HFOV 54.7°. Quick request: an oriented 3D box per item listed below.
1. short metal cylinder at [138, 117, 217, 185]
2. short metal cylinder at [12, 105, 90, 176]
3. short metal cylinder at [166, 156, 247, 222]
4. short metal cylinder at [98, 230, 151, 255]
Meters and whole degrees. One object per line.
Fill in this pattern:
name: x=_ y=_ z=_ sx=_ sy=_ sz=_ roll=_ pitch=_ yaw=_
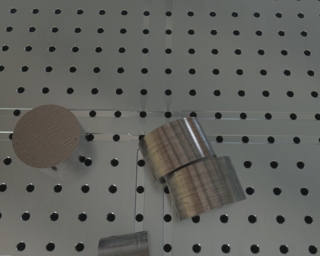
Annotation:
short metal cylinder: x=0.020 y=0.028 z=0.372 sx=0.080 sy=0.080 sz=0.050 roll=-22 pitch=72 yaw=-8
short metal cylinder: x=-0.135 y=0.017 z=0.391 sx=0.081 sy=0.050 sz=0.080 roll=0 pitch=70 yaw=0
short metal cylinder: x=0.052 y=0.071 z=0.357 sx=0.081 sy=0.080 sz=0.050 roll=-16 pitch=71 yaw=-6
short metal cylinder: x=-0.033 y=0.153 z=0.326 sx=0.050 sy=0.080 sz=0.080 roll=-8 pitch=70 yaw=-3
